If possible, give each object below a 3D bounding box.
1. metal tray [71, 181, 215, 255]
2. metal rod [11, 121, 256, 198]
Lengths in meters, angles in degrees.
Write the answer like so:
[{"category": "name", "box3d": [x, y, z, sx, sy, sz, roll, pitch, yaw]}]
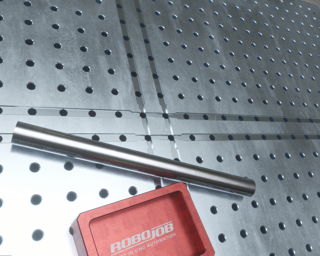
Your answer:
[{"category": "metal tray", "box3d": [-0.015, 0.117, 0.324, 0.131, 0.030, 0.090, -11, 67, -33]}, {"category": "metal rod", "box3d": [-0.014, 0.044, 0.373, 0.302, 0.025, 0.025, 16, 55, -19]}]
